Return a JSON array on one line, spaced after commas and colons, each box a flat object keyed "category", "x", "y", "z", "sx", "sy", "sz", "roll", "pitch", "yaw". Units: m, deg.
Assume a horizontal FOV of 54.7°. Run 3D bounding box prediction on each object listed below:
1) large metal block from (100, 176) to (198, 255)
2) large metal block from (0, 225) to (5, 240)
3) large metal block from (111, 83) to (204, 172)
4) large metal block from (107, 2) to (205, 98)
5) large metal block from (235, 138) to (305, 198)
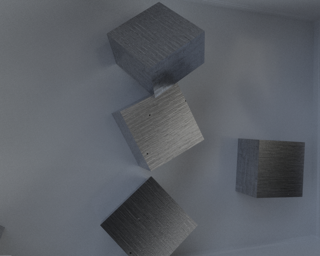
[{"category": "large metal block", "x": -0.015, "y": 0.118, "z": 0.382, "sx": 0.080, "sy": 0.050, "sz": 0.080, "roll": -43, "pitch": 87, "yaw": -15}, {"category": "large metal block", "x": -0.210, "y": 0.116, "z": 0.304, "sx": 0.080, "sy": 0.080, "sz": 0.050, "roll": 33, "pitch": 79, "yaw": -18}, {"category": "large metal block", "x": -0.003, "y": -0.002, "z": 0.397, "sx": 0.080, "sy": 0.050, "sz": 0.080, "roll": -29, "pitch": 100, "yaw": -18}, {"category": "large metal block", "x": -0.003, "y": -0.096, "z": 0.375, "sx": 0.080, "sy": 0.050, "sz": 0.080, "roll": -37, "pitch": 60, "yaw": -16}, {"category": "large metal block", "x": 0.163, "y": 0.058, "z": 0.459, "sx": 0.081, "sy": 0.050, "sz": 0.079, "roll": 4, "pitch": 89, "yaw": -20}]
